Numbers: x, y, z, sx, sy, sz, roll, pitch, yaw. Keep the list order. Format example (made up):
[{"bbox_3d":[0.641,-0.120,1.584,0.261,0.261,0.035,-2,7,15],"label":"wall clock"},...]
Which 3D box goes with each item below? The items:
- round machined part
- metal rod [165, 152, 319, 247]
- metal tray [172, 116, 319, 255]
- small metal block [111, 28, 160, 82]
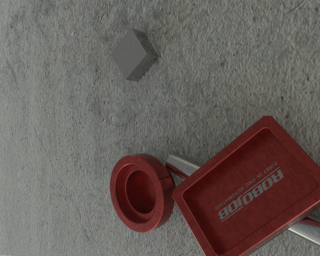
[{"bbox_3d":[-0.018,0.081,0.404,0.098,0.042,0.097,4,96,42],"label":"round machined part"},{"bbox_3d":[0.126,0.087,0.299,0.300,0.025,0.025,22,104,37],"label":"metal rod"},{"bbox_3d":[0.085,0.062,0.300,0.130,0.030,0.090,-42,55,14],"label":"metal tray"},{"bbox_3d":[-0.035,-0.101,0.432,0.050,0.025,0.050,-43,64,31],"label":"small metal block"}]
